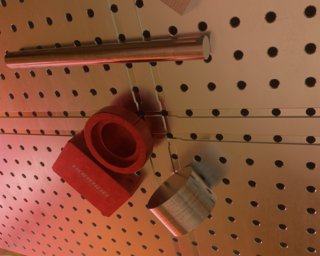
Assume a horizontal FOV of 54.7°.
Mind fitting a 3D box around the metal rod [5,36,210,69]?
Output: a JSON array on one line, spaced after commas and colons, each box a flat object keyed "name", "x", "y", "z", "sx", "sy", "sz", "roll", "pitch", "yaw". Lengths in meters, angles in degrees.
[{"name": "metal rod", "x": -0.086, "y": -0.093, "z": 0.396, "sx": 0.301, "sy": 0.025, "sz": 0.025, "roll": 3, "pitch": 120, "yaw": 26}]

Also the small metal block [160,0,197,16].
[{"name": "small metal block", "x": 0.018, "y": -0.150, "z": 0.308, "sx": 0.050, "sy": 0.025, "sz": 0.050, "roll": 37, "pitch": 129, "yaw": 3}]

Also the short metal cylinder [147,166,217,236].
[{"name": "short metal cylinder", "x": 0.030, "y": 0.098, "z": 0.420, "sx": 0.050, "sy": 0.080, "sz": 0.080, "roll": 49, "pitch": 128, "yaw": -6}]

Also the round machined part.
[{"name": "round machined part", "x": -0.053, "y": 0.012, "z": 0.434, "sx": 0.098, "sy": 0.042, "sz": 0.097, "roll": 13, "pitch": 124, "yaw": 20}]

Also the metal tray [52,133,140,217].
[{"name": "metal tray", "x": -0.108, "y": 0.080, "z": 0.512, "sx": 0.130, "sy": 0.030, "sz": 0.090, "roll": 41, "pitch": 129, "yaw": -1}]
